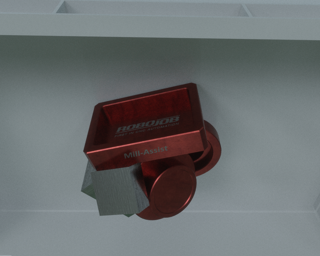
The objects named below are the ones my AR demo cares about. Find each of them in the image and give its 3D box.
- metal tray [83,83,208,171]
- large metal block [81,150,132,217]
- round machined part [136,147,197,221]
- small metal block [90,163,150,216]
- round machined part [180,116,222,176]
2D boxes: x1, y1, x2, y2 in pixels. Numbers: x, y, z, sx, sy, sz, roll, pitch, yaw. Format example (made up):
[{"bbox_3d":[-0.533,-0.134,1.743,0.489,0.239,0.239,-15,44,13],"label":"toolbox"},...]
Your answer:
[{"bbox_3d":[-0.016,-0.004,0.360,0.131,0.090,0.030,-11,130,9],"label":"metal tray"},{"bbox_3d":[-0.053,0.061,0.423,0.050,0.080,0.080,-36,122,26],"label":"large metal block"},{"bbox_3d":[0.006,0.070,0.379,0.099,0.042,0.097,-12,112,-31],"label":"round machined part"},{"bbox_3d":[-0.044,0.067,0.343,0.050,0.025,0.050,-11,92,25],"label":"small metal block"},{"bbox_3d":[0.030,0.021,0.416,0.099,0.042,0.097,-1,130,0],"label":"round machined part"}]
